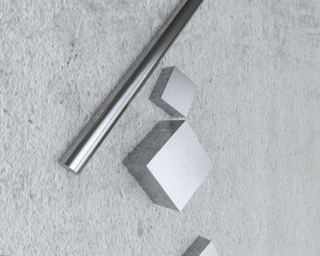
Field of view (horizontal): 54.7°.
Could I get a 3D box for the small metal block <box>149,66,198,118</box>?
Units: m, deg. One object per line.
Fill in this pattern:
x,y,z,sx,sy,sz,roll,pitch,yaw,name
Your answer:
0.019,-0.048,0.421,0.050,0.025,0.050,35,69,-35,small metal block

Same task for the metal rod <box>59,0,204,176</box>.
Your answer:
-0.022,-0.073,0.385,0.025,0.025,0.300,47,62,-30,metal rod

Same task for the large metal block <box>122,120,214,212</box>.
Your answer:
0.012,0.046,0.399,0.080,0.050,0.080,-48,119,-29,large metal block

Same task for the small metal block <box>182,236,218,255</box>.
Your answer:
0.060,0.198,0.455,0.050,0.025,0.050,-36,112,-34,small metal block
